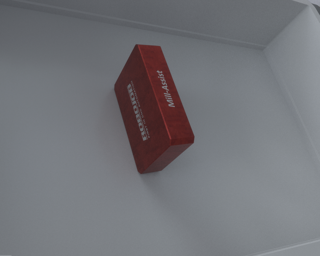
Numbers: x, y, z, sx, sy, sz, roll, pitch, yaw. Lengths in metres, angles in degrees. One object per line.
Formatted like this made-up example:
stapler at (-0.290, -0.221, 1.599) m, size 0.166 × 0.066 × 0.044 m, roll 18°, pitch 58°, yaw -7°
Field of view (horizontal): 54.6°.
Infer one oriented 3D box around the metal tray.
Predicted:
metal tray at (-0.013, -0.022, 0.369) m, size 0.030 × 0.090 × 0.130 m, roll -5°, pitch 64°, yaw -30°
